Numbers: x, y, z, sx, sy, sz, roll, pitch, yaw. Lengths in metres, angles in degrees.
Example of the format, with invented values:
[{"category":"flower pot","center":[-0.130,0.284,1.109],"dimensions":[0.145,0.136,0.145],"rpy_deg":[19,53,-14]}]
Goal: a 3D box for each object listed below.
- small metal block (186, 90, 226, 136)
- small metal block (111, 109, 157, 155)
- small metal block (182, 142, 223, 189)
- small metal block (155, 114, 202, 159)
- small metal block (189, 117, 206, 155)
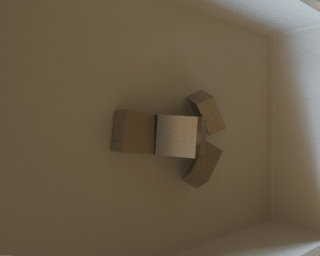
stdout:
[{"category":"small metal block","center":[0.065,-0.023,0.442],"dimensions":[0.025,0.050,0.050],"rpy_deg":[-27,111,-3]},{"category":"small metal block","center":[-0.030,0.006,0.380],"dimensions":[0.050,0.025,0.050],"rpy_deg":[8,85,-40]},{"category":"small metal block","center":[0.059,0.053,0.437],"dimensions":[0.025,0.050,0.050],"rpy_deg":[31,66,1]},{"category":"small metal block","center":[0.023,0.010,0.386],"dimensions":[0.025,0.050,0.050],"rpy_deg":[2,92,-72]},{"category":"small metal block","center":[0.035,0.010,0.420],"dimensions":[0.025,0.050,0.050],"rpy_deg":[1,89,-40]}]
